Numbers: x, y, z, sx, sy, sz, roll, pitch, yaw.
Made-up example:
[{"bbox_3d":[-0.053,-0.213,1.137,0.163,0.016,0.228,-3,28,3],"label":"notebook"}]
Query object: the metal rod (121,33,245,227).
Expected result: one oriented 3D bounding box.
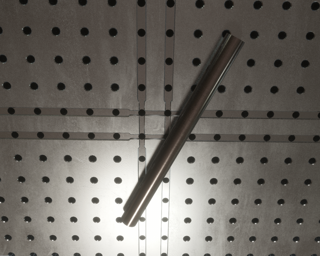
[{"bbox_3d":[0.022,0.015,0.419,0.025,0.025,0.298,26,108,-10],"label":"metal rod"}]
